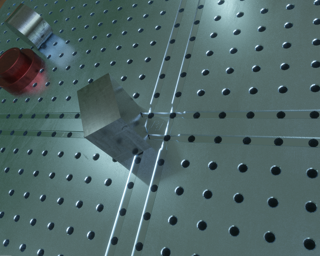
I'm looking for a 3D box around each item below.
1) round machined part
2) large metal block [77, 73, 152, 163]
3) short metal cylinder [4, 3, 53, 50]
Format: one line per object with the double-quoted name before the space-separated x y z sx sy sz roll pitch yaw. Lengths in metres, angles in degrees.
"round machined part" -0.295 -0.124 0.629 0.098 0.042 0.098 -13 56 21
"large metal block" -0.060 -0.012 0.412 0.050 0.080 0.080 -28 52 11
"short metal cylinder" -0.272 -0.210 0.645 0.080 0.080 0.050 28 78 37
